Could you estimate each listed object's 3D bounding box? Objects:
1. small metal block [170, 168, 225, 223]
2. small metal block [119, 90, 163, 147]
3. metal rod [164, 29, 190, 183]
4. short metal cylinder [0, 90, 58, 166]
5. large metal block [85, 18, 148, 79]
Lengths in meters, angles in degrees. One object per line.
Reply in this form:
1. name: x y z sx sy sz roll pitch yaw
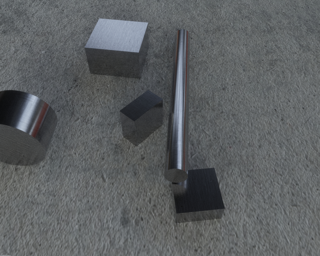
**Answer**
1. small metal block: 0.039 0.074 0.342 0.050 0.025 0.050 -5 50 -4
2. small metal block: -0.023 -0.012 0.397 0.025 0.050 0.050 35 58 25
3. metal rod: 0.028 -0.055 0.432 0.025 0.025 0.300 4 45 2
4. short metal cylinder: -0.168 0.002 0.364 0.080 0.080 0.050 3 50 2
5. large metal block: -0.065 -0.127 0.493 0.080 0.050 0.080 7 50 5
